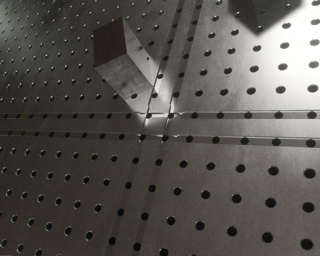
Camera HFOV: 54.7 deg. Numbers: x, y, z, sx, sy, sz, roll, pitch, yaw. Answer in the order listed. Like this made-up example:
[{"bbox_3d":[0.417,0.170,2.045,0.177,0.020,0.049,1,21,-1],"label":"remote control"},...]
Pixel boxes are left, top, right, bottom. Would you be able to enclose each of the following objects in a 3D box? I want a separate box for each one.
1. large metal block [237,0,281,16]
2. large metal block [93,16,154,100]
[{"bbox_3d":[0.148,-0.223,0.451,0.080,0.050,0.080,-33,52,6],"label":"large metal block"},{"bbox_3d":[-0.055,-0.102,0.463,0.050,0.080,0.080,-22,54,15],"label":"large metal block"}]
